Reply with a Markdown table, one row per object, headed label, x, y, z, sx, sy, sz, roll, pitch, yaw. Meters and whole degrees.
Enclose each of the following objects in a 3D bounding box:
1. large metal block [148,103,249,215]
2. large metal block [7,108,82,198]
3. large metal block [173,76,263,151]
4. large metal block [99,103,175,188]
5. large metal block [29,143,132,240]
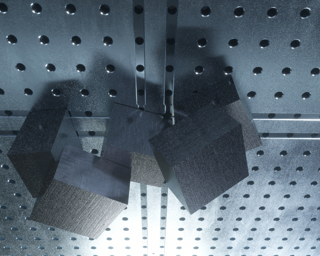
| label | x | y | z | sx | sy | sz | roll | pitch | yaw |
| --- | --- | --- | --- | --- | --- | --- | --- | --- | --- |
| large metal block | 0.044 | 0.033 | 0.334 | 0.080 | 0.050 | 0.080 | -31 | 130 | -13 |
| large metal block | -0.142 | 0.032 | 0.400 | 0.050 | 0.080 | 0.080 | -5 | 130 | 4 |
| large metal block | 0.072 | -0.006 | 0.391 | 0.080 | 0.050 | 0.080 | -24 | 127 | 18 |
| large metal block | -0.029 | 0.021 | 0.392 | 0.081 | 0.080 | 0.050 | 15 | 129 | -13 |
| large metal block | -0.089 | 0.074 | 0.351 | 0.080 | 0.050 | 0.080 | 25 | 125 | -20 |
